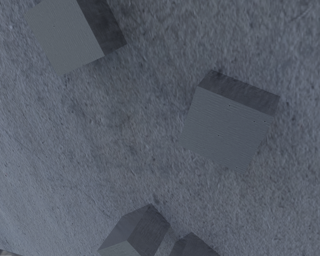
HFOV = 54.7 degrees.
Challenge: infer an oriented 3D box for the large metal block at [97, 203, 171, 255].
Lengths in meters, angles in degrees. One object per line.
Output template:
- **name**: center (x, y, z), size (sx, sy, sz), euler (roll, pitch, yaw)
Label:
- **large metal block**: center (-0.041, 0.178, 0.501), size (0.080, 0.080, 0.050), euler (-34, 100, 38)

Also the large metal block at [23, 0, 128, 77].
- **large metal block**: center (-0.099, -0.117, 0.369), size (0.080, 0.050, 0.080), euler (-14, 112, 33)

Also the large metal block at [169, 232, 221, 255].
- **large metal block**: center (0.053, 0.226, 0.482), size (0.080, 0.080, 0.050), euler (40, 129, 0)

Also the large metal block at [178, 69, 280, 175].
- **large metal block**: center (0.075, -0.007, 0.346), size (0.080, 0.050, 0.079), euler (25, 127, 12)
